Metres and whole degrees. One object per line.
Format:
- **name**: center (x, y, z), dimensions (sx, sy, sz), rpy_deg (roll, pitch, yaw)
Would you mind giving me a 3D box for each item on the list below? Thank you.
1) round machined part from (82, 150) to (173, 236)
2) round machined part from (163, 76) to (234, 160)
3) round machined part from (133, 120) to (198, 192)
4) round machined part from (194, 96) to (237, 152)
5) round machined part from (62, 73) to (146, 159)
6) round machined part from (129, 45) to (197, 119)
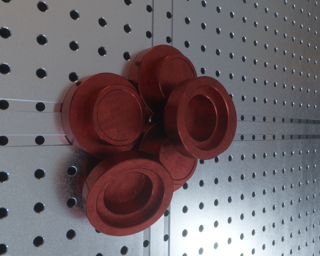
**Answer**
- **round machined part**: center (-0.038, 0.068, 0.348), dimensions (0.099, 0.042, 0.097), rpy_deg (-10, 116, -21)
- **round machined part**: center (0.043, -0.012, 0.377), dimensions (0.099, 0.042, 0.097), rpy_deg (0, 90, -40)
- **round machined part**: center (0.012, 0.038, 0.406), dimensions (0.099, 0.042, 0.097), rpy_deg (0, 90, -40)
- **round machined part**: center (0.065, -0.011, 0.450), dimensions (0.099, 0.042, 0.097), rpy_deg (0, 90, -40)
- **round machined part**: center (-0.055, -0.014, 0.351), dimensions (0.099, 0.042, 0.097), rpy_deg (0, 90, -40)
- **round machined part**: center (0.012, -0.060, 0.407), dimensions (0.099, 0.042, 0.097), rpy_deg (0, 90, -40)
